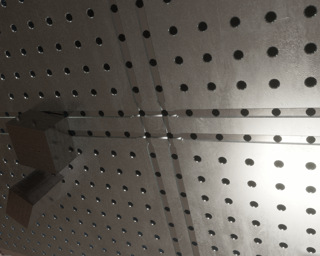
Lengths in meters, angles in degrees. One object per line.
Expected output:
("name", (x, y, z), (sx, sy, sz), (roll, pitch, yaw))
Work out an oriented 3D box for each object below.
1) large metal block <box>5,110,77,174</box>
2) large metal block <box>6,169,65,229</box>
("large metal block", (-0.193, 0.021, 0.507), (0.080, 0.050, 0.079), (10, 123, 22))
("large metal block", (-0.230, 0.123, 0.570), (0.050, 0.080, 0.079), (34, 129, 6))
